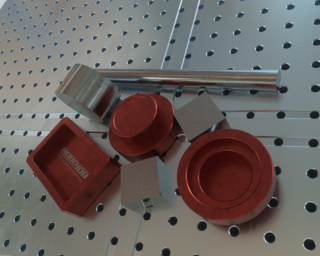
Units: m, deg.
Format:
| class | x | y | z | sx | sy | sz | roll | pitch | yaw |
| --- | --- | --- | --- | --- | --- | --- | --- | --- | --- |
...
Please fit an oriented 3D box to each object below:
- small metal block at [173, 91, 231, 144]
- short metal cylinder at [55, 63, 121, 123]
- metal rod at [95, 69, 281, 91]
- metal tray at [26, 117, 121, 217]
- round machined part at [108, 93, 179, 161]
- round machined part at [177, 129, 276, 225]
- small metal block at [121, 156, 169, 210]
| class | x | y | z | sx | sy | sz | roll | pitch | yaw |
| --- | --- | --- | --- | --- | --- | --- | --- | --- | --- |
| small metal block | 0.051 | -0.010 | 0.388 | 0.050 | 0.025 | 0.050 | -33 | 51 | 6 |
| short metal cylinder | -0.106 | -0.050 | 0.460 | 0.080 | 0.080 | 0.050 | 19 | 72 | 35 |
| metal rod | 0.013 | -0.072 | 0.445 | 0.300 | 0.025 | 0.025 | 7 | 65 | 31 |
| metal tray | -0.126 | 0.050 | 0.440 | 0.090 | 0.030 | 0.130 | -50 | 51 | -7 |
| round machined part | -0.027 | -0.007 | 0.415 | 0.098 | 0.042 | 0.098 | -14 | 53 | 19 |
| round machined part | 0.071 | 0.053 | 0.327 | 0.098 | 0.042 | 0.098 | -13 | 56 | 21 |
| small metal block | -0.020 | 0.068 | 0.377 | 0.050 | 0.025 | 0.050 | -18 | 55 | 18 |
